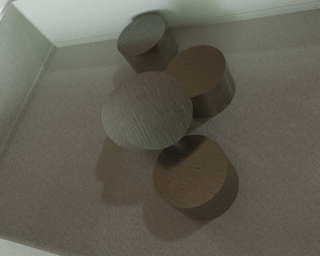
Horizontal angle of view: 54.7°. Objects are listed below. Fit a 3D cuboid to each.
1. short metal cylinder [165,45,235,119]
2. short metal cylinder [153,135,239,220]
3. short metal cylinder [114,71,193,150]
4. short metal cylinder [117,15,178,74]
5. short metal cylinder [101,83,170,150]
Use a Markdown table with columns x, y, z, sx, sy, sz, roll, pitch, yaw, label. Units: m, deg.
| x | y | z | sx | sy | sz | roll | pitch | yaw | label |
| --- | --- | --- | --- | --- | --- | --- | --- | --- | --- |
| 0.051 | -0.059 | 0.399 | 0.080 | 0.050 | 0.080 | -13 | 56 | 21 | short metal cylinder |
| 0.040 | 0.054 | 0.336 | 0.080 | 0.050 | 0.080 | -13 | 56 | 21 | short metal cylinder |
| -0.007 | -0.019 | 0.339 | 0.081 | 0.050 | 0.079 | 0 | 93 | -2 | short metal cylinder |
| -0.018 | -0.126 | 0.477 | 0.080 | 0.050 | 0.080 | -13 | 56 | 21 | short metal cylinder |
| -0.029 | -0.015 | 0.388 | 0.081 | 0.050 | 0.079 | 0 | 93 | -2 | short metal cylinder |
